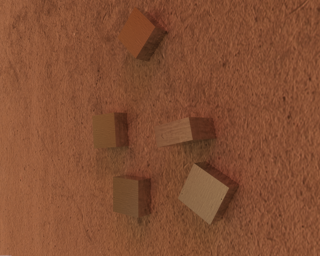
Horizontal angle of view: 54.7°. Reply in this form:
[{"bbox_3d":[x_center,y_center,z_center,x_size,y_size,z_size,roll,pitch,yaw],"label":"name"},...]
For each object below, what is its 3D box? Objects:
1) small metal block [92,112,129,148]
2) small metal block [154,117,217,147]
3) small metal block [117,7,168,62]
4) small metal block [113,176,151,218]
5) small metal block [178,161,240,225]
[{"bbox_3d":[-0.075,0.004,0.467,0.050,0.025,0.050,-6,86,40],"label":"small metal block"},{"bbox_3d":[0.030,0.005,0.364,0.050,0.050,0.025,-15,81,39],"label":"small metal block"},{"bbox_3d":[-0.025,-0.128,0.426,0.050,0.025,0.050,52,120,27],"label":"small metal block"},{"bbox_3d":[-0.040,0.095,0.438,0.050,0.025,0.050,0,90,40],"label":"small metal block"},{"bbox_3d":[0.055,0.074,0.359,0.050,0.025,0.050,34,111,34],"label":"small metal block"}]
